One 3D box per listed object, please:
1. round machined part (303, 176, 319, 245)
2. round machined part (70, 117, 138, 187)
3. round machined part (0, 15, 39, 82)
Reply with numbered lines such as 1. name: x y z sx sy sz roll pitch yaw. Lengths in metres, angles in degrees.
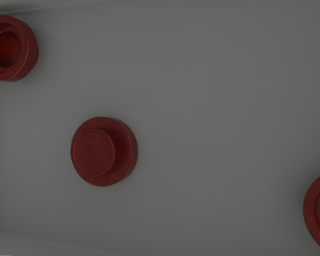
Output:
1. round machined part: 0.205 0.087 0.321 0.098 0.042 0.097 -2 85 32
2. round machined part: -0.084 0.033 0.431 0.098 0.042 0.097 0 90 20
3. round machined part: -0.231 -0.120 0.481 0.098 0.042 0.097 0 91 17
